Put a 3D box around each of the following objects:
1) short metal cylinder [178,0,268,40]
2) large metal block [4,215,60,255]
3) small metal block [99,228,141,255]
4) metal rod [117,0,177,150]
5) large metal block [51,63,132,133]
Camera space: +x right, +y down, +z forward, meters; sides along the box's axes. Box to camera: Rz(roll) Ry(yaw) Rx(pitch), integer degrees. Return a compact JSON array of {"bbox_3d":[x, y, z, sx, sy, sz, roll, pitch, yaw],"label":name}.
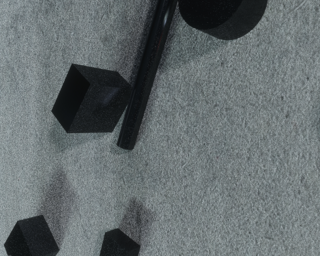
[{"bbox_3d":[0.067,-0.140,0.332,0.080,0.050,0.079,0,90,39],"label":"short metal cylinder"},{"bbox_3d":[-0.245,0.227,0.587,0.080,0.050,0.080,51,120,27],"label":"large metal block"},{"bbox_3d":[-0.060,0.184,0.452,0.050,0.025,0.050,24,105,37],"label":"small metal block"},{"bbox_3d":[-0.006,-0.112,0.407,0.025,0.025,0.298,28,107,36],"label":"metal rod"},{"bbox_3d":[-0.095,-0.040,0.445,0.050,0.081,0.080,46,117,30],"label":"large metal block"}]
